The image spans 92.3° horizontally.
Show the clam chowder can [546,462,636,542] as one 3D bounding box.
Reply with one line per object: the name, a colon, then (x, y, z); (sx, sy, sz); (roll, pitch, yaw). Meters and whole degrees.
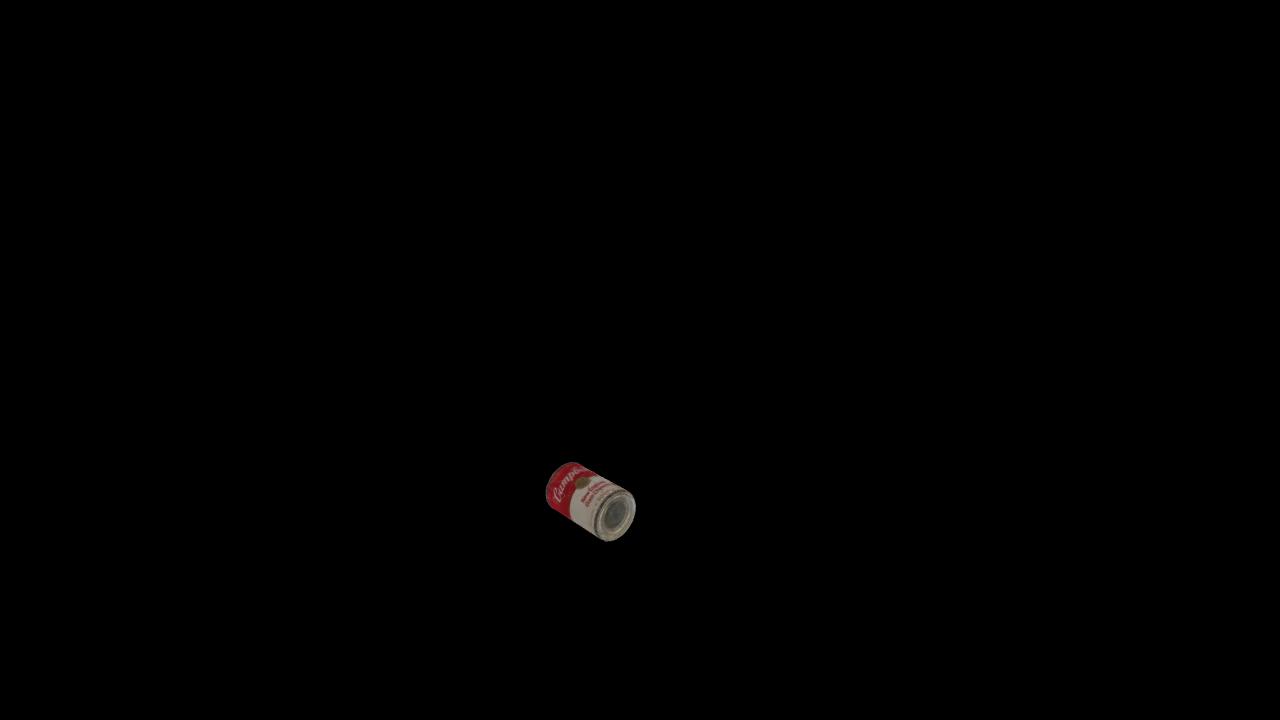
clam chowder can: (-0.062, 0.178, 0.779); (0.068, 0.068, 0.102); (0, 14, -46)
